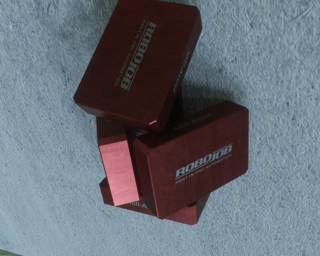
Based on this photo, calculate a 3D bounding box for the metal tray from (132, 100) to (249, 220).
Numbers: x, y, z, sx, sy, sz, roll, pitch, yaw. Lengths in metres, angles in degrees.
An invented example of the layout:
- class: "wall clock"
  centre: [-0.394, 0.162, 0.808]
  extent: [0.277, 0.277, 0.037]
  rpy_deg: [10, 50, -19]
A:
- class: "metal tray"
  centre: [0.040, 0.032, 0.341]
  extent: [0.030, 0.131, 0.089]
  rpy_deg: [33, 138, 51]

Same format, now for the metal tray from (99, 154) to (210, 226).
- class: "metal tray"
  centre: [-0.001, 0.072, 0.410]
  extent: [0.130, 0.090, 0.030]
  rpy_deg: [7, 121, 24]

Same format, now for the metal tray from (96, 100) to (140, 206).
- class: "metal tray"
  centre: [-0.055, 0.021, 0.386]
  extent: [0.030, 0.130, 0.089]
  rpy_deg: [-12, 118, -7]

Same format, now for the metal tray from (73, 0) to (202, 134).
- class: "metal tray"
  centre: [-0.020, -0.068, 0.316]
  extent: [0.090, 0.130, 0.030]
  rpy_deg: [16, 166, 18]

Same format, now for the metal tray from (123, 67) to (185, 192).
- class: "metal tray"
  centre: [-0.001, 0.003, 0.367]
  extent: [0.030, 0.090, 0.129]
  rpy_deg: [7, 122, 24]
